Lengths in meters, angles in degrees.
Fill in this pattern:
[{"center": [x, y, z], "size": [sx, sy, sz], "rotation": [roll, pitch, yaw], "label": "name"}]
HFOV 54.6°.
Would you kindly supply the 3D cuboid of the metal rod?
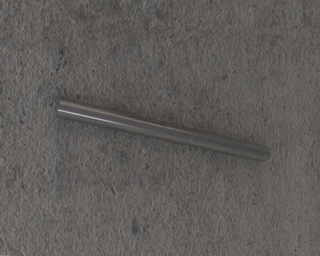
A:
[{"center": [0.019, 0.007, 0.415], "size": [0.302, 0.025, 0.025], "rotation": [13, 86, -20], "label": "metal rod"}]
